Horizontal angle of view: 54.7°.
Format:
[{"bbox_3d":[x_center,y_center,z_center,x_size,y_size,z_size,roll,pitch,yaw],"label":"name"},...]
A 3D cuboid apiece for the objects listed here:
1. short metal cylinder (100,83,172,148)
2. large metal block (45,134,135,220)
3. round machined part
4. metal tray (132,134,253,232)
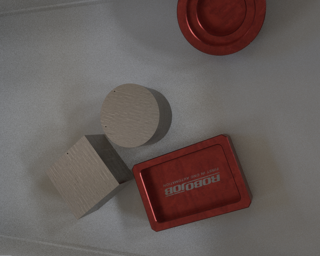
[{"bbox_3d":[-0.030,-0.016,0.407,0.080,0.050,0.079,0,90,19],"label":"short metal cylinder"},{"bbox_3d":[-0.096,0.065,0.430,0.080,0.050,0.080,-41,77,15],"label":"large metal block"},{"bbox_3d":[0.073,-0.138,0.362,0.098,0.042,0.097,8,120,15],"label":"round machined part"},{"bbox_3d":[0.039,0.070,0.393,0.130,0.030,0.090,-21,83,18],"label":"metal tray"}]
